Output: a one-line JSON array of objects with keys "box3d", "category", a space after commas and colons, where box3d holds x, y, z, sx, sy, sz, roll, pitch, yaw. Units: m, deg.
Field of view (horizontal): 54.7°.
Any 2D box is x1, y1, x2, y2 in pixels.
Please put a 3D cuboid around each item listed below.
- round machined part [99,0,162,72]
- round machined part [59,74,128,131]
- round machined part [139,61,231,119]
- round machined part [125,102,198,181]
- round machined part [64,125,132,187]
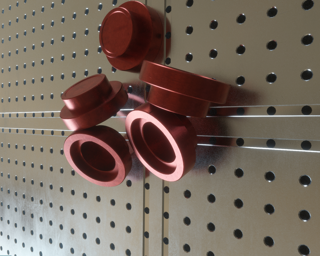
[{"box3d": [-0.048, -0.130, 0.435, 0.098, 0.042, 0.097, 0, 90, 39], "category": "round machined part"}, {"box3d": [-0.098, -0.042, 0.438, 0.098, 0.098, 0.042, 0, 127, 39], "category": "round machined part"}, {"box3d": [0.024, -0.041, 0.340, 0.098, 0.099, 0.042, 25, 105, 37], "category": "round machined part"}, {"box3d": [0.006, 0.012, 0.373, 0.098, 0.042, 0.097, 33, 141, 32], "category": "round machined part"}, {"box3d": [-0.084, 0.035, 0.445, 0.098, 0.042, 0.097, 13, 130, 17], "category": "round machined part"}]
